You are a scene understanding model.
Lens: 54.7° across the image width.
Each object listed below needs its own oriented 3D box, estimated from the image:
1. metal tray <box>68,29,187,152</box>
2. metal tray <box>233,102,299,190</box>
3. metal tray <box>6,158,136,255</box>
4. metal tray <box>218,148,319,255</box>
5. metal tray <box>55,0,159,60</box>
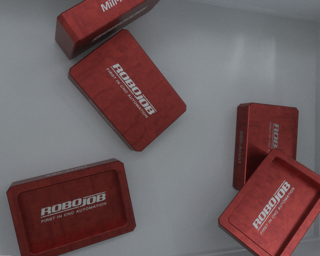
[{"bbox_3d":[-0.039,-0.046,0.393,0.090,0.030,0.130,-43,104,-15],"label":"metal tray"},{"bbox_3d":[0.160,0.031,0.467,0.091,0.030,0.129,4,89,-20],"label":"metal tray"},{"bbox_3d":[-0.102,0.095,0.370,0.131,0.030,0.089,-12,94,-20],"label":"metal tray"},{"bbox_3d":[0.149,0.102,0.404,0.090,0.030,0.130,37,75,21],"label":"metal tray"},{"bbox_3d":[-0.055,-0.132,0.355,0.131,0.090,0.030,-38,102,-16],"label":"metal tray"}]
